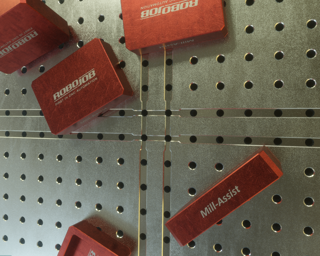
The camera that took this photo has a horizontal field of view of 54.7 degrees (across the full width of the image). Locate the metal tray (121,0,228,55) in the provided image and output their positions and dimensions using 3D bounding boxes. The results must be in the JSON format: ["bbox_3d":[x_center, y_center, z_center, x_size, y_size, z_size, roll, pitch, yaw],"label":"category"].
[{"bbox_3d":[0.016,-0.154,0.404,0.130,0.030,0.089,-7,88,19],"label":"metal tray"}]

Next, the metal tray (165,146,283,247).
[{"bbox_3d":[0.075,0.073,0.351,0.130,0.090,0.030,-41,78,15],"label":"metal tray"}]

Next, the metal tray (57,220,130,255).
[{"bbox_3d":[-0.109,0.213,0.446,0.090,0.030,0.129,26,98,17],"label":"metal tray"}]

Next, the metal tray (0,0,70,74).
[{"bbox_3d":[-0.211,-0.134,0.447,0.130,0.090,0.030,-23,66,18],"label":"metal tray"}]

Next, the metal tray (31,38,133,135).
[{"bbox_3d":[-0.115,-0.057,0.449,0.130,0.030,0.090,-29,81,17],"label":"metal tray"}]
